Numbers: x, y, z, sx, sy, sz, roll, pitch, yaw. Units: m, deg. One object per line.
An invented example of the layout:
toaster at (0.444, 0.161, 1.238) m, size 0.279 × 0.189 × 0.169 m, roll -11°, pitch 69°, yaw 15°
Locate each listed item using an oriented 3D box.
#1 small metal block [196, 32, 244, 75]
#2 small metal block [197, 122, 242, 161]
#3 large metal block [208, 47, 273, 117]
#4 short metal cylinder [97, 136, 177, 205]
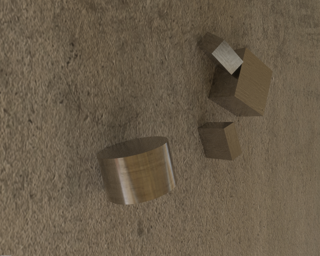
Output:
small metal block at (0.088, -0.111, 0.458) m, size 0.050 × 0.050 × 0.025 m, roll 36°, pitch 101°, yaw -34°
small metal block at (0.089, 0.019, 0.463) m, size 0.025 × 0.050 × 0.050 m, roll -29°, pitch 108°, yaw -36°
large metal block at (0.131, -0.070, 0.497) m, size 0.080 × 0.050 × 0.080 m, roll 25°, pitch 74°, yaw -37°
short metal cylinder at (-0.025, 0.045, 0.348) m, size 0.081 × 0.080 × 0.050 m, roll -20°, pitch 103°, yaw -38°
